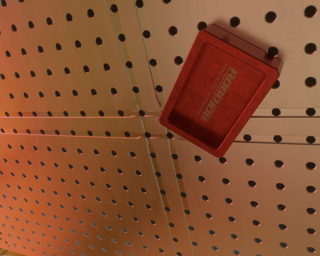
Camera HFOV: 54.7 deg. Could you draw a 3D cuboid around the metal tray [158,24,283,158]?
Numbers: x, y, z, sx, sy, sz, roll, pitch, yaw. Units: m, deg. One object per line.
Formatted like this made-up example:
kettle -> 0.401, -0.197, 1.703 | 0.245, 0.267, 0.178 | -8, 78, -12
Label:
metal tray -> 0.062, -0.037, 0.351 | 0.090, 0.030, 0.129 | 31, 128, 7
